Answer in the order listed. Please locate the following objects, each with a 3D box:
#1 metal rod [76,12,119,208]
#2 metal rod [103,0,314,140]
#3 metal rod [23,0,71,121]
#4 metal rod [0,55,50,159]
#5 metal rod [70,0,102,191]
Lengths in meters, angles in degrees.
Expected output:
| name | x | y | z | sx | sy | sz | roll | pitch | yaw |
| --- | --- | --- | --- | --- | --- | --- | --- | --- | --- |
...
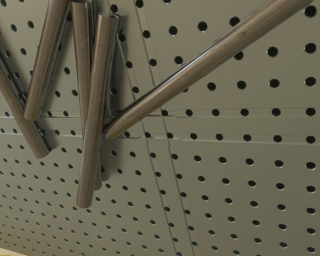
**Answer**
| name | x | y | z | sx | sy | sz | roll | pitch | yaw |
| --- | --- | --- | --- | --- | --- | --- | --- | --- | --- |
| metal rod | -0.092 | -0.005 | 0.432 | 0.025 | 0.025 | 0.298 | 22 | 120 | 14 |
| metal rod | 0.027 | -0.058 | 0.360 | 0.299 | 0.025 | 0.025 | -32 | 101 | 38 |
| metal rod | -0.146 | -0.118 | 0.413 | 0.025 | 0.025 | 0.298 | 36 | 129 | 3 |
| metal rod | -0.251 | -0.083 | 0.489 | 0.025 | 0.025 | 0.298 | -5 | 116 | 30 |
| metal rod | -0.102 | -0.026 | 0.446 | 0.025 | 0.025 | 0.298 | 17 | 125 | 18 |
